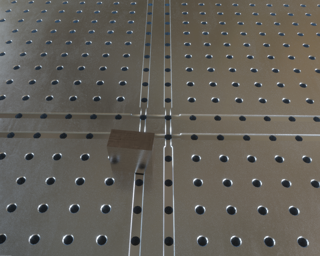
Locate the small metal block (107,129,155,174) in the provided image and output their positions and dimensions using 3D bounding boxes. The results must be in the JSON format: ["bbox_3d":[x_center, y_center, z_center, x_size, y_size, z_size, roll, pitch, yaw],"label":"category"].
[{"bbox_3d":[-0.032,0.029,0.367,0.050,0.050,0.025,5,50,4],"label":"small metal block"}]
